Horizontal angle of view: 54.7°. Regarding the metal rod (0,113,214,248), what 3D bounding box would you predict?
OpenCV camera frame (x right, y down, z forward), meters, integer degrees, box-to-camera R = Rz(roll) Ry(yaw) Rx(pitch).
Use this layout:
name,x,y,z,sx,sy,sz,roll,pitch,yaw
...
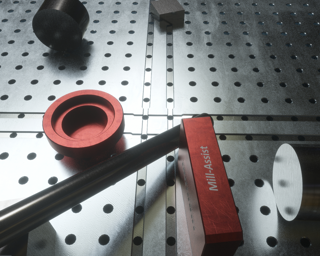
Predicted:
name,x,y,z,sx,sy,sz,roll,pitch,yaw
metal rod,-0.038,0.038,0.313,0.025,0.025,0.302,37,40,27

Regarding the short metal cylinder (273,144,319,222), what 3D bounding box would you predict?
name,x,y,z,sx,sy,sz,roll,pitch,yaw
short metal cylinder,0.157,0.057,0.325,0.050,0.080,0.080,1,50,1

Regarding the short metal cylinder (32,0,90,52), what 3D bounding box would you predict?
name,x,y,z,sx,sy,sz,roll,pitch,yaw
short metal cylinder,-0.164,-0.175,0.518,0.080,0.080,0.050,4,50,3

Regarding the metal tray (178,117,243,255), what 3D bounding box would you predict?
name,x,y,z,sx,sy,sz,roll,pitch,yaw
metal tray,0.043,0.064,0.311,0.030,0.090,0.130,-5,50,-4

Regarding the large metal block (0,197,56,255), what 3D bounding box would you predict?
name,x,y,z,sx,sy,sz,roll,pitch,yaw
large metal block,-0.129,0.118,0.272,0.050,0.080,0.080,-8,51,-7

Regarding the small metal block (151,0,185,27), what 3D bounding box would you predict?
name,x,y,z,sx,sy,sz,roll,pitch,yaw
small metal block,0.014,-0.224,0.596,0.050,0.025,0.050,-16,52,-13

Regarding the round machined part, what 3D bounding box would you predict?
name,x,y,z,sx,sy,sz,roll,pitch,yaw
round machined part,-0.094,-0.001,0.397,0.099,0.042,0.098,0,50,0
